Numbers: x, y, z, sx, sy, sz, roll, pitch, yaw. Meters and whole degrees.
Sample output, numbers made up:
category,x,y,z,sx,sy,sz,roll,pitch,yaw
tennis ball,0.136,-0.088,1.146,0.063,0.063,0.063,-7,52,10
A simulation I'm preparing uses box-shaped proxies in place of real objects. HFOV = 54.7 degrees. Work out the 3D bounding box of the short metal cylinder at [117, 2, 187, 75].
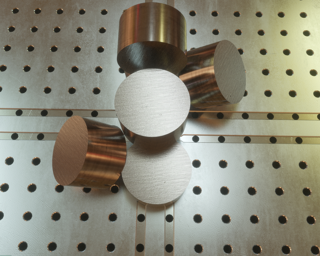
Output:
category,x,y,z,sx,sy,sz,roll,pitch,yaw
short metal cylinder,-0.009,-0.099,0.364,0.081,0.080,0.050,0,70,0

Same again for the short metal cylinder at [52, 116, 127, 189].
category,x,y,z,sx,sy,sz,roll,pitch,yaw
short metal cylinder,-0.084,0.030,0.365,0.050,0.080,0.080,16,63,-42

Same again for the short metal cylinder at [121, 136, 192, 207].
category,x,y,z,sx,sy,sz,roll,pitch,yaw
short metal cylinder,-0.004,0.054,0.378,0.081,0.050,0.080,0,71,0

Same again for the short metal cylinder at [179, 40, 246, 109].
category,x,y,z,sx,sy,sz,roll,pitch,yaw
short metal cylinder,0.069,-0.067,0.400,0.050,0.080,0.080,-7,64,41

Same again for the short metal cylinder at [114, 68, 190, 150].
category,x,y,z,sx,sy,sz,roll,pitch,yaw
short metal cylinder,-0.008,-0.020,0.352,0.081,0.050,0.080,0,70,0

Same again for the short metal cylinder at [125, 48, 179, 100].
category,x,y,z,sx,sy,sz,roll,pitch,yaw
short metal cylinder,-0.007,-0.074,0.425,0.081,0.050,0.080,0,71,0
